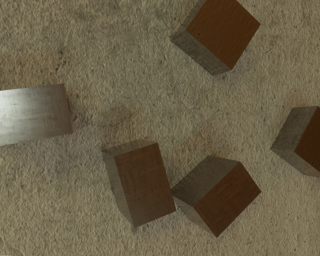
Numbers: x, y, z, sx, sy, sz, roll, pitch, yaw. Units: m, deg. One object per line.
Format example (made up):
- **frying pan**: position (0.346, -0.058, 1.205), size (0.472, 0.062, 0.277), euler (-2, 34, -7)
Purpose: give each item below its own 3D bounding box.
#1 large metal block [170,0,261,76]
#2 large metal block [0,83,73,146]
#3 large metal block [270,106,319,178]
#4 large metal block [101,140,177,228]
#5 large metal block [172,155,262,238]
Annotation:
- **large metal block**: position (0.076, -0.131, 0.423), size (0.080, 0.050, 0.080), euler (37, 78, -17)
- **large metal block**: position (-0.141, -0.013, 0.328), size (0.081, 0.080, 0.050), euler (-11, 94, -20)
- **large metal block**: position (0.234, 0.022, 0.482), size (0.080, 0.050, 0.080), euler (35, 79, -17)
- **large metal block**: position (-0.028, 0.061, 0.369), size (0.050, 0.080, 0.080), euler (-17, 96, -19)
- **large metal block**: position (0.068, 0.084, 0.405), size (0.080, 0.080, 0.050), euler (-40, 103, -16)
